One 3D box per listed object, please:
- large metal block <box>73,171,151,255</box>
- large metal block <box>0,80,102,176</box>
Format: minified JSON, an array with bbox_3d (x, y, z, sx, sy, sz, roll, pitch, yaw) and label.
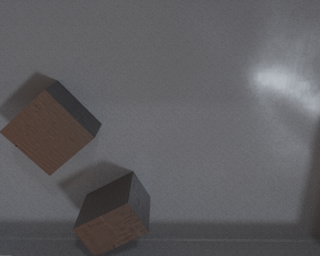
[{"bbox_3d":[-0.061,0.115,0.424,0.080,0.080,0.050,-27,108,9],"label":"large metal block"},{"bbox_3d":[-0.136,0.000,0.397,0.080,0.050,0.080,-39,106,13],"label":"large metal block"}]
